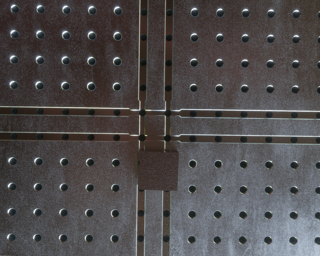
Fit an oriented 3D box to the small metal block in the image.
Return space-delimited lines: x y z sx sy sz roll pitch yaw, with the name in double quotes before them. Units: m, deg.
"small metal block" -0.002 0.056 0.413 0.050 0.025 0.050 2 90 -1
